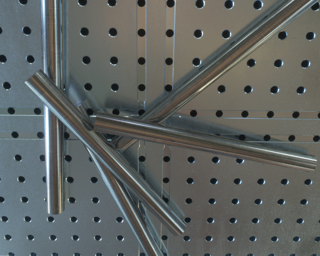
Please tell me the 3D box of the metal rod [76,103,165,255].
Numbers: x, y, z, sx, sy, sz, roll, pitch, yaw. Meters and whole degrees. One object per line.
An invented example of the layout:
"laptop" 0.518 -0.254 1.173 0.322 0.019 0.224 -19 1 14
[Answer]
"metal rod" -0.053 0.102 0.450 0.025 0.025 0.299 -22 109 7

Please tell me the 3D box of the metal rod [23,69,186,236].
"metal rod" -0.058 0.047 0.410 0.025 0.025 0.300 -34 114 11

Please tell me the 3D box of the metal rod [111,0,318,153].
"metal rod" 0.059 -0.066 0.389 0.300 0.025 0.025 -38 106 12

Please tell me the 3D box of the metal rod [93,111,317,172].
"metal rod" 0.067 0.021 0.404 0.302 0.025 0.025 11 110 -12

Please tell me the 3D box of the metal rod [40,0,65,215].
"metal rod" -0.138 -0.019 0.404 0.025 0.025 0.298 5 110 -2
